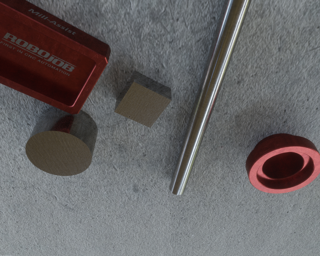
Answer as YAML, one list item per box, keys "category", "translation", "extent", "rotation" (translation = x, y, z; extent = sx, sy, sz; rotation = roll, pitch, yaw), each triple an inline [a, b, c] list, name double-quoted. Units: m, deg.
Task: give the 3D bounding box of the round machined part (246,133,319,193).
- category: "round machined part"
  translation: [0.171, 0.046, 0.438]
  extent: [0.099, 0.042, 0.097]
  rotation: [-1, 130, 0]

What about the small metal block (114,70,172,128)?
- category: "small metal block"
  translation: [-0.021, -0.034, 0.378]
  extent: [0.050, 0.025, 0.050]
  rotation: [24, 126, -20]

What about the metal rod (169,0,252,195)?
- category: "metal rod"
  translation: [0.052, -0.016, 0.394]
  extent: [0.025, 0.025, 0.298]
  rotation: [7, 130, -7]

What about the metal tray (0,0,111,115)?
- category: "metal tray"
  translation: [-0.132, -0.078, 0.335]
  extent: [0.131, 0.030, 0.090]
  rotation: [25, 126, -21]

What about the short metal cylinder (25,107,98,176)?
- category: "short metal cylinder"
  translation: [-0.125, 0.017, 0.404]
  extent: [0.081, 0.050, 0.079]
  rotation: [0, 130, 0]
